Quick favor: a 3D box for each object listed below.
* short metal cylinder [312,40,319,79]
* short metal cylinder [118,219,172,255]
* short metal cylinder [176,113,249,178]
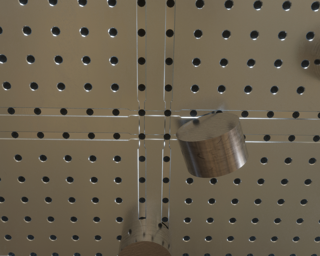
[{"bbox_3d":[0.236,-0.084,0.373,0.081,0.050,0.079,0,110,-1],"label":"short metal cylinder"},{"bbox_3d":[-0.022,0.186,0.469,0.081,0.050,0.079,0,110,-1],"label":"short metal cylinder"},{"bbox_3d":[0.066,0.020,0.392,0.080,0.080,0.050,-17,110,6],"label":"short metal cylinder"}]
